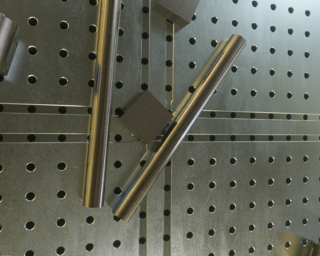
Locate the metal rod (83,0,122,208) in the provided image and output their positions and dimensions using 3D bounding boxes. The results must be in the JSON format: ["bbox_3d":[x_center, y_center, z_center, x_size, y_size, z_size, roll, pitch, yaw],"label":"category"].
[{"bbox_3d":[-0.070,-0.053,0.386,0.025,0.025,0.298,5,88,-20],"label":"metal rod"}]

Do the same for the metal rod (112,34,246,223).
[{"bbox_3d":[0.032,-0.008,0.424,0.025,0.025,0.300,38,78,-16],"label":"metal rod"}]

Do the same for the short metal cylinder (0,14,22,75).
[{"bbox_3d":[-0.190,-0.091,0.313,0.081,0.080,0.050,17,84,-19],"label":"short metal cylinder"}]

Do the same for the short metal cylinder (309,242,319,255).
[{"bbox_3d":[0.276,0.219,0.486,0.080,0.080,0.050,21,83,-19],"label":"short metal cylinder"}]

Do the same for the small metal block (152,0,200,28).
[{"bbox_3d":[0.024,-0.173,0.421,0.050,0.025,0.050,26,82,-18],"label":"small metal block"}]

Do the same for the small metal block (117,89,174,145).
[{"bbox_3d":[-0.019,-0.014,0.405,0.050,0.025,0.050,45,76,-15],"label":"small metal block"}]
